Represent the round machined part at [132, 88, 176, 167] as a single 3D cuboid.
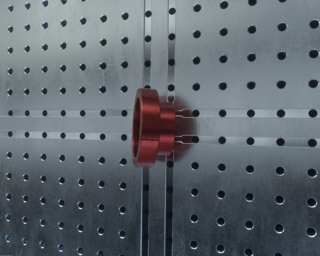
[{"bbox_3d":[-0.008,0.000,0.387,0.042,0.098,0.097,3,91,-11],"label":"round machined part"}]
